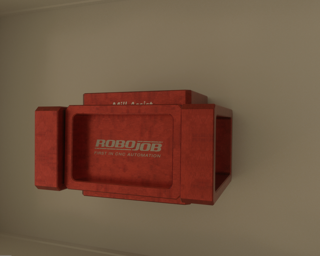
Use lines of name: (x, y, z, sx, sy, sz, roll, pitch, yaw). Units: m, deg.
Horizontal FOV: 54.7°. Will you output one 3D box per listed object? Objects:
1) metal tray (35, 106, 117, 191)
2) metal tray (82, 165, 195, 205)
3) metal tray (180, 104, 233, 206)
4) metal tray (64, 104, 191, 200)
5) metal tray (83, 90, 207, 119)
metal tray: (-0.098, 0.021, 0.388, 0.030, 0.130, 0.089, 1, 91, 20)
metal tray: (-0.016, 0.064, 0.378, 0.130, 0.090, 0.030, 0, 90, 20)
metal tray: (0.054, 0.022, 0.333, 0.030, 0.130, 0.089, 1, 91, 20)
metal tray: (-0.035, 0.021, 0.323, 0.130, 0.030, 0.089, 1, 90, 19)
metal tray: (-0.015, -0.026, 0.378, 0.130, 0.090, 0.030, 0, 91, 20)
